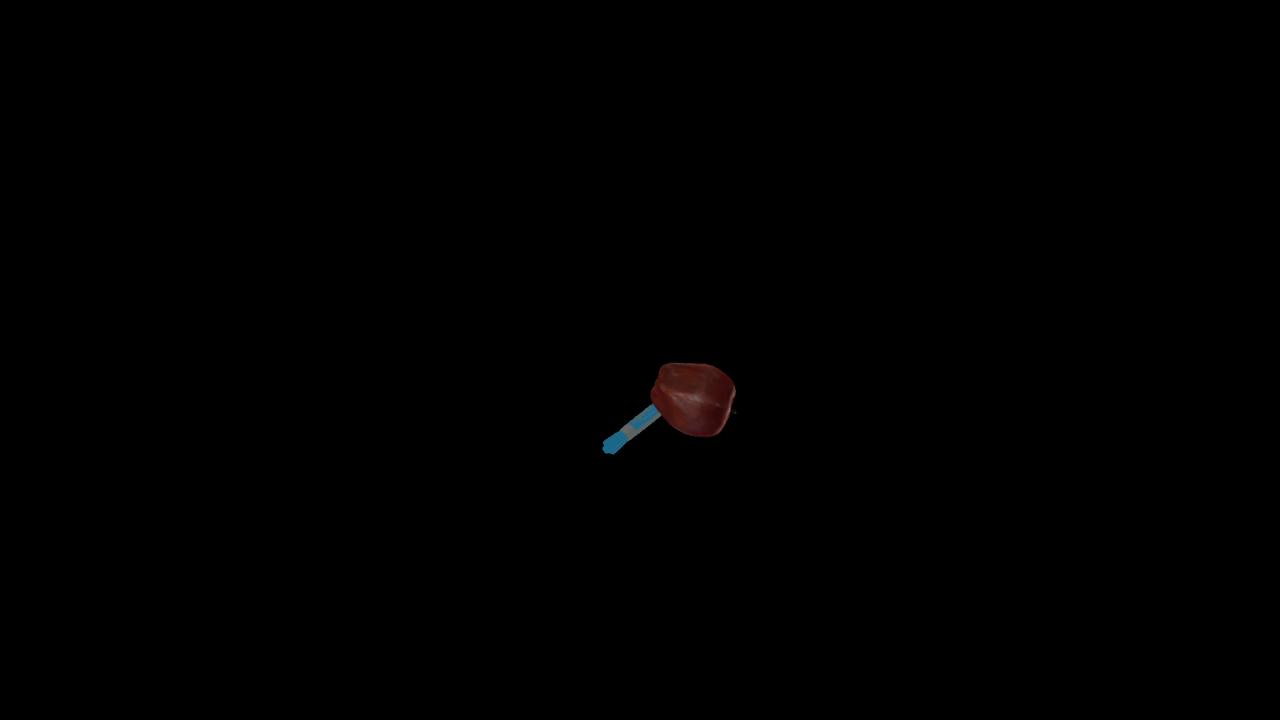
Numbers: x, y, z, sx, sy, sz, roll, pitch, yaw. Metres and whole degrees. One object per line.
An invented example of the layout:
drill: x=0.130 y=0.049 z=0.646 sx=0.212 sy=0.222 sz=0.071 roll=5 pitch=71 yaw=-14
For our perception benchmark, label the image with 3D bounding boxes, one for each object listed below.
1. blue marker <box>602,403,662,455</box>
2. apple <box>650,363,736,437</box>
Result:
blue marker: x=0.003 y=0.071 z=0.712 sx=0.121 sy=0.020 sz=0.020 roll=-35 pitch=20 yaw=-31
apple: x=0.059 y=0.041 z=0.658 sx=0.093 sy=0.079 sz=0.079 roll=22 pitch=2 yaw=5
